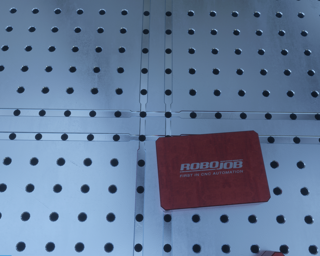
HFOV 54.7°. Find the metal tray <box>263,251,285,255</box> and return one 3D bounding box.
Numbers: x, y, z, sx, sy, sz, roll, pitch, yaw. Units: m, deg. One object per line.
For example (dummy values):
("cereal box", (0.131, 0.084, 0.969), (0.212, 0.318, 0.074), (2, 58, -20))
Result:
("metal tray", (0.142, 0.213, 0.333), (0.090, 0.030, 0.130), (-41, 75, -14))

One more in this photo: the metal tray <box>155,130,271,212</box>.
("metal tray", (0.063, 0.054, 0.390), (0.131, 0.030, 0.090), (-4, 70, -2))
